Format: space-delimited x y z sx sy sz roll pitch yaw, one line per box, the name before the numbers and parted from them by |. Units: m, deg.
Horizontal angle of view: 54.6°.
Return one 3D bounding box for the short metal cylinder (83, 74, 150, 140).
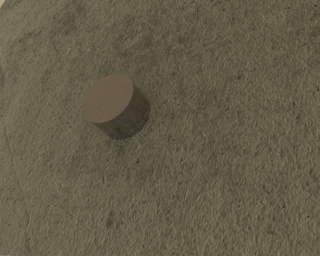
short metal cylinder | -0.061 -0.030 0.439 0.080 0.050 0.080 -13 56 21
